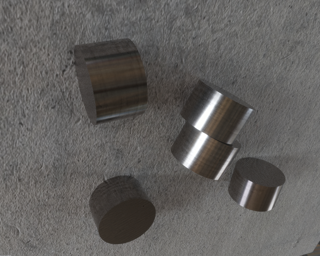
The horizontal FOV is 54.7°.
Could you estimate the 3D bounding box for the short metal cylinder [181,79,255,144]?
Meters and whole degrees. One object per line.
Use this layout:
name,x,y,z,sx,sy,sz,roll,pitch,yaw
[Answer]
short metal cylinder,0.073,-0.022,0.397,0.081,0.080,0.050,17,109,-35

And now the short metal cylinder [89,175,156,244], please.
short metal cylinder,-0.053,0.114,0.432,0.081,0.050,0.079,-14,124,-21

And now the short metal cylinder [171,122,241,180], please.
short metal cylinder,0.062,0.026,0.421,0.081,0.080,0.050,17,110,-35

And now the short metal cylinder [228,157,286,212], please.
short metal cylinder,0.159,0.092,0.515,0.081,0.080,0.050,-4,121,-26

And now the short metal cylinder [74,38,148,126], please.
short metal cylinder,-0.051,-0.047,0.314,0.050,0.080,0.079,-15,125,-20
